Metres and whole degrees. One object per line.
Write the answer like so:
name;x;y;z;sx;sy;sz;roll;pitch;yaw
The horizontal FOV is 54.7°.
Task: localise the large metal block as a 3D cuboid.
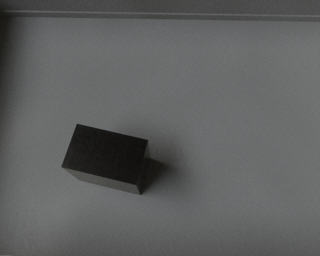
large metal block;-0.058;0.040;0.365;0.080;0.080;0.050;13;71;4
